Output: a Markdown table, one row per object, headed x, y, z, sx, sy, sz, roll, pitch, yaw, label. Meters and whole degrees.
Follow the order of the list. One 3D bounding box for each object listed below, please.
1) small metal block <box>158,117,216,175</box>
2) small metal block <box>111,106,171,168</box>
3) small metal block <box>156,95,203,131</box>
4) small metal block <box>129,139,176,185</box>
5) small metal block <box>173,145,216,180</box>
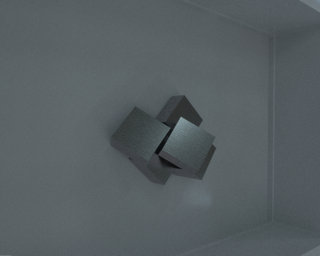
| x | y | z | sx | sy | sz | roll | pitch | yaw | label |
| --- | --- | --- | --- | --- | --- | --- | --- | --- | --- |
| 0.033 | 0.023 | 0.386 | 0.050 | 0.025 | 0.050 | 31 | 67 | 0 | small metal block |
| -0.023 | 0.011 | 0.371 | 0.050 | 0.025 | 0.050 | 32 | 65 | 6 | small metal block |
| 0.026 | -0.010 | 0.428 | 0.050 | 0.025 | 0.050 | 50 | 60 | -29 | small metal block |
| -0.004 | 0.038 | 0.403 | 0.050 | 0.025 | 0.050 | 50 | 60 | -29 | small metal block |
| 0.042 | 0.040 | 0.425 | 0.025 | 0.050 | 0.050 | 43 | 64 | -32 | small metal block |
